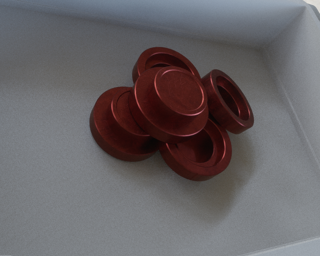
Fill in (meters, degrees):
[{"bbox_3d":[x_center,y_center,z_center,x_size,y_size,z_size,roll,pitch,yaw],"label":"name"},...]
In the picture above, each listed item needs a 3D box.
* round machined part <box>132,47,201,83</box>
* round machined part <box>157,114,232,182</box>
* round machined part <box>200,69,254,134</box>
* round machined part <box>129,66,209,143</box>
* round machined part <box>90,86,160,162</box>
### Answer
[{"bbox_3d":[0.007,-0.063,0.436,0.099,0.042,0.098,14,56,-21],"label":"round machined part"},{"bbox_3d":[0.040,0.023,0.402,0.099,0.042,0.098,14,56,-21],"label":"round machined part"},{"bbox_3d":[0.089,-0.033,0.449,0.098,0.042,0.098,32,39,-31],"label":"round machined part"},{"bbox_3d":[0.017,-0.034,0.368,0.099,0.042,0.098,14,56,-21],"label":"round machined part"},{"bbox_3d":[-0.033,-0.012,0.381,0.099,0.042,0.098,14,56,-21],"label":"round machined part"}]
